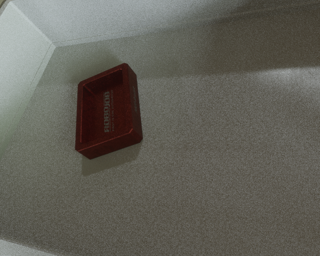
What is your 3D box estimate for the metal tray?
[{"bbox_3d":[-0.077,-0.027,0.457,0.090,0.030,0.130,-19,54,16],"label":"metal tray"}]
